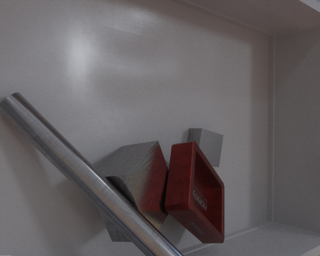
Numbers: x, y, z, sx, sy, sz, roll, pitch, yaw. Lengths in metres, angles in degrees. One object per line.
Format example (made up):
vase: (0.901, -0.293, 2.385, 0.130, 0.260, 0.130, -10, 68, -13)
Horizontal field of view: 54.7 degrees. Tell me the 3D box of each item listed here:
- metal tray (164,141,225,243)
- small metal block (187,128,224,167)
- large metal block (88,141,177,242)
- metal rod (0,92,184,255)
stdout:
metal tray: (0.051, 0.088, 0.408, 0.130, 0.030, 0.090, 52, 36, -44)
small metal block: (0.067, 0.030, 0.465, 0.050, 0.025, 0.050, 16, 80, -39)
large metal block: (-0.027, 0.070, 0.352, 0.080, 0.050, 0.080, -44, 119, -57)
metal rod: (-0.036, 0.082, 0.297, 0.300, 0.025, 0.025, 45, 59, -2)
